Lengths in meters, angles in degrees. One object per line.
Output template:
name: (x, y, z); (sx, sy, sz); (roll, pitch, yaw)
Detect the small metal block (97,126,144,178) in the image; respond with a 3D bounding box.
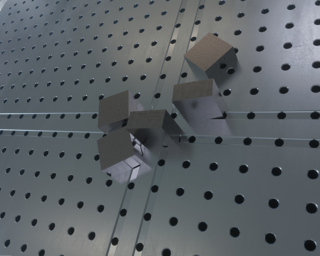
small metal block: (-0.054, 0.031, 0.419); (0.050, 0.025, 0.050); (-26, 52, 12)

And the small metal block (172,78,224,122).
small metal block: (0.049, -0.034, 0.388); (0.050, 0.050, 0.025); (-6, 59, 25)

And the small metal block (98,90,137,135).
small metal block: (-0.062, -0.022, 0.456); (0.050, 0.025, 0.050); (-17, 55, 18)

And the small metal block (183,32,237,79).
small metal block: (0.070, -0.099, 0.433); (0.050, 0.025, 0.050); (-42, 51, -1)

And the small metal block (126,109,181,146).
small metal block: (-0.007, 0.001, 0.396); (0.050, 0.050, 0.025); (-2, 61, 27)
